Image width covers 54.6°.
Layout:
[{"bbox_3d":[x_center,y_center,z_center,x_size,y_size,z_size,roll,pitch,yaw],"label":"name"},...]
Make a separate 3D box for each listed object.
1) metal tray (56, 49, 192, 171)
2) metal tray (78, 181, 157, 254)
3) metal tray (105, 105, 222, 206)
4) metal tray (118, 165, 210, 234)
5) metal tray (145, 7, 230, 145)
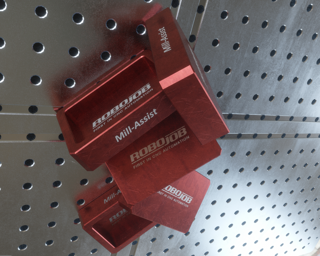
[{"bbox_3d":[-0.042,-0.024,0.330,0.130,0.090,0.030,-36,129,-4],"label":"metal tray"},{"bbox_3d":[-0.040,0.119,0.458,0.130,0.030,0.090,-34,129,-6],"label":"metal tray"},{"bbox_3d":[-0.002,0.025,0.386,0.131,0.030,0.090,-29,83,-10],"label":"metal tray"},{"bbox_3d":[0.012,0.091,0.446,0.130,0.030,0.090,36,77,-41],"label":"metal tray"},{"bbox_3d":[0.026,-0.057,0.320,0.030,0.130,0.090,-27,131,14],"label":"metal tray"}]
